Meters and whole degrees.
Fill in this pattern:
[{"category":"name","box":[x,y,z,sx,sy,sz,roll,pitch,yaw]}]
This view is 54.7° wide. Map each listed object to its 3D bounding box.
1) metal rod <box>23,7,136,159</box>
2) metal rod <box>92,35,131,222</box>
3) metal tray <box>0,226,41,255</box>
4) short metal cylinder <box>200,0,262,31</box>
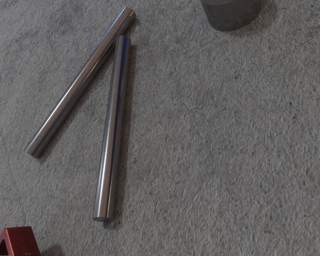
[{"category":"metal rod","box":[-0.127,-0.083,0.519,0.025,0.025,0.300,20,72,35]},{"category":"metal rod","box":[-0.065,-0.019,0.447,0.025,0.025,0.299,-12,57,21]},{"category":"metal tray","box":[-0.158,0.188,0.343,0.130,0.030,0.090,48,114,39]},{"category":"short metal cylinder","box":[0.102,-0.188,0.449,0.080,0.050,0.080,-13,56,20]}]
